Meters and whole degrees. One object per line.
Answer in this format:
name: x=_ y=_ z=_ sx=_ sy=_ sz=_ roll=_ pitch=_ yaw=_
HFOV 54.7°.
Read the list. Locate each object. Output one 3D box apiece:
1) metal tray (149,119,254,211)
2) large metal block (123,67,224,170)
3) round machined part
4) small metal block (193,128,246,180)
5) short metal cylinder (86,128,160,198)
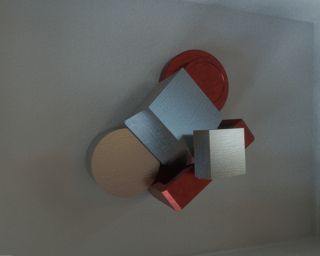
metal tray: x=0.044 y=0.040 z=0.391 sx=0.131 sy=0.090 sz=0.030 roll=-40 pitch=102 yaw=-16
large metal block: x=0.019 y=-0.010 z=0.365 sx=0.080 sy=0.050 sz=0.080 roll=48 pitch=50 yaw=-14
round machined part: x=0.052 y=-0.058 z=0.420 sx=0.099 sy=0.042 sz=0.097 roll=0 pitch=90 yaw=-21
small metal block: x=0.064 y=0.026 z=0.332 sx=0.050 sy=0.025 sz=0.050 roll=-3 pitch=91 yaw=-33
short metal cylinder: x=-0.047 y=0.040 z=0.379 sx=0.081 sy=0.050 sz=0.079 roll=0 pitch=90 yaw=-21
